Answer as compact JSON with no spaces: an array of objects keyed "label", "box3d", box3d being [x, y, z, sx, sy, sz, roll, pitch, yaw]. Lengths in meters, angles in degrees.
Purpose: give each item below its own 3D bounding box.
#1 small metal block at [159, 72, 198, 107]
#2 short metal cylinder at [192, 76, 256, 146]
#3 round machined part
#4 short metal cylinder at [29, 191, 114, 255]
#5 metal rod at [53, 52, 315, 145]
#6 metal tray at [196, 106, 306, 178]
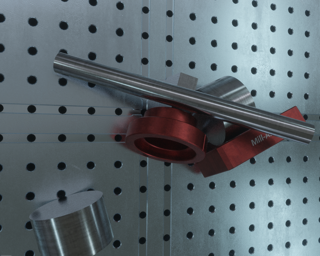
[{"label":"small metal block","box3d":[0.022,-0.042,0.407,0.025,0.050,0.050,16,85,-19]},{"label":"short metal cylinder","box3d":[0.081,-0.023,0.413,0.050,0.080,0.080,-26,99,-18]},{"label":"round machined part","box3d":[0.010,0.008,0.380,0.099,0.098,0.042,21,66,-19]},{"label":"short metal cylinder","box3d":[-0.098,0.109,0.348,0.081,0.080,0.050,-16,96,-19]},{"label":"metal rod","box3d":[0.023,-0.035,0.358,0.301,0.025,0.025,17,84,4]},{"label":"metal tray","box3d":[0.120,0.020,0.419,0.131,0.090,0.030,-25,82,-18]}]
